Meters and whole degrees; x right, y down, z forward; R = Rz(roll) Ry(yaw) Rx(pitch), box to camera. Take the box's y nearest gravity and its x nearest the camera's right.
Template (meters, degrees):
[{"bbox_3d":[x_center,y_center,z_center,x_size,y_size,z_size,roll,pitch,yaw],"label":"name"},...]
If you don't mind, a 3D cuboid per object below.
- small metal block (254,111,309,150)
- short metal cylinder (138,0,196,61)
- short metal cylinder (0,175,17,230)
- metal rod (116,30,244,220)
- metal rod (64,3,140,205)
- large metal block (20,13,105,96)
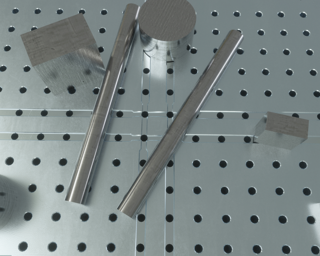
[{"bbox_3d":[0.154,0.005,0.398,0.050,0.050,0.025,13,71,4],"label":"small metal block"},{"bbox_3d":[0.010,-0.145,0.451,0.081,0.050,0.080,0,70,0],"label":"short metal cylinder"},{"bbox_3d":[-0.221,0.087,0.365,0.081,0.050,0.080,0,70,0],"label":"short metal cylinder"},{"bbox_3d":[0.036,-0.017,0.417,0.025,0.025,0.300,30,72,10],"label":"metal rod"},{"bbox_3d":[-0.072,-0.046,0.427,0.025,0.025,0.299,12,70,4],"label":"metal rod"},{"bbox_3d":[-0.125,-0.096,0.417,0.080,0.080,0.050,-24,72,-8],"label":"large metal block"}]
